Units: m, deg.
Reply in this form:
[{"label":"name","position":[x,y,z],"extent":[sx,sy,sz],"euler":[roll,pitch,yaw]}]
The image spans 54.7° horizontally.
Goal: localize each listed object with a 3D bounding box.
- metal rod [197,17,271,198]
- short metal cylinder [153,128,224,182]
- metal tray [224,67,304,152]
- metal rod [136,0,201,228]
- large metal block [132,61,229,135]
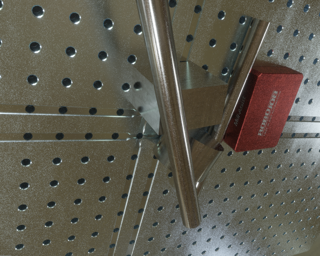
[{"label":"metal rod","position":[0.090,-0.008,0.457],"extent":[0.025,0.025,0.298],"euler":[3,117,-30]},{"label":"short metal cylinder","position":[0.038,0.028,0.415],"extent":[0.080,0.080,0.050],"euler":[21,107,-36]},{"label":"metal tray","position":[0.159,-0.028,0.480],"extent":[0.091,0.030,0.129],"euler":[-5,121,-27]},{"label":"metal rod","position":[0.016,0.004,0.320],"extent":[0.025,0.025,0.298],"euler":[-23,128,-15]},{"label":"large metal block","position":[0.020,-0.039,0.364],"extent":[0.081,0.080,0.050],"euler":[-10,123,-24]}]
